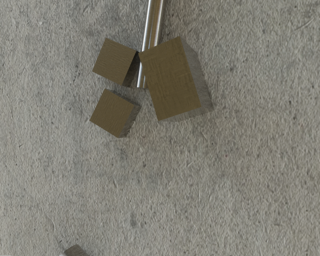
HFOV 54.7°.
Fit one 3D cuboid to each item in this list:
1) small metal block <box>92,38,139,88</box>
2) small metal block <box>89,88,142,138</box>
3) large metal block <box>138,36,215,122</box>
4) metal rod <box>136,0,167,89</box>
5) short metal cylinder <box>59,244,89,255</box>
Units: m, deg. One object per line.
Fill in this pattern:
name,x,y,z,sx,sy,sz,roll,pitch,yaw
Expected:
small metal block,-0.058,-0.090,0.428,0.050,0.025,0.050,27,99,17
small metal block,-0.062,-0.020,0.430,0.050,0.025,0.050,30,100,17
large metal block,0.023,-0.053,0.371,0.050,0.080,0.080,-18,84,19
metal rod,0.001,-0.200,0.407,0.025,0.025,0.298,9,93,19
short metal cylinder,-0.125,0.208,0.422,0.050,0.080,0.080,39,102,15
